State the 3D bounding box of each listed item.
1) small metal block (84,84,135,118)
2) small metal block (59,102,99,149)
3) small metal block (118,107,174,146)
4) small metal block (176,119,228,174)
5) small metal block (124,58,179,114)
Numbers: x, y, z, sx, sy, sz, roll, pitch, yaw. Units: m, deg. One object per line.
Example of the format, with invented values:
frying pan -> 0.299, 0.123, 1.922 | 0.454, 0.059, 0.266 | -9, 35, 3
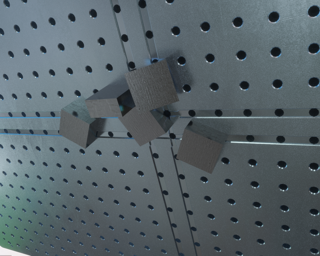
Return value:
small metal block -> -0.060, -0.036, 0.405 | 0.050, 0.050, 0.025 | 0, 118, 29
small metal block -> -0.125, -0.004, 0.476 | 0.050, 0.025, 0.050 | 28, 128, 11
small metal block -> -0.019, -0.010, 0.416 | 0.050, 0.025, 0.050 | -29, 103, 37
small metal block -> 0.053, 0.024, 0.398 | 0.050, 0.025, 0.050 | 23, 127, 14
small metal block -> -0.009, -0.050, 0.369 | 0.050, 0.025, 0.050 | -18, 105, 4
